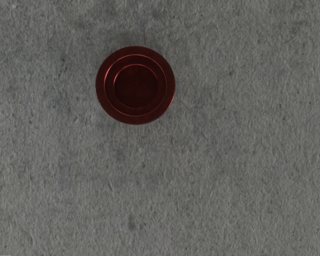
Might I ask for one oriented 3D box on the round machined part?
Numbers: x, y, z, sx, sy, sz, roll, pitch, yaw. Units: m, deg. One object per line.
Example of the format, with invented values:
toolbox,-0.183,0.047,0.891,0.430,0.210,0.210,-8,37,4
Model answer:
round machined part,-0.030,-0.052,0.401,0.099,0.042,0.097,0,90,-1
